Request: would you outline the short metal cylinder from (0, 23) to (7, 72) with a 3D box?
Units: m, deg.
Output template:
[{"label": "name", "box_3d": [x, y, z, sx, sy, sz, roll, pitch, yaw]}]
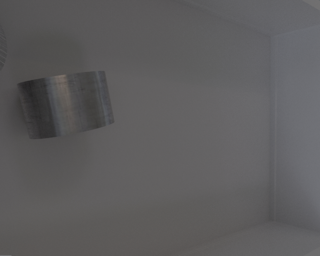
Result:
[{"label": "short metal cylinder", "box_3d": [-0.172, -0.065, 0.246, 0.081, 0.050, 0.080, 0, 90, -40]}]

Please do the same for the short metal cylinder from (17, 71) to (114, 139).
[{"label": "short metal cylinder", "box_3d": [-0.088, -0.023, 0.297, 0.081, 0.080, 0.050, -16, 101, -39]}]

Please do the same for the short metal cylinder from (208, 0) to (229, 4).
[{"label": "short metal cylinder", "box_3d": [0.101, -0.239, 0.476, 0.081, 0.050, 0.080, 0, 90, -40]}]
